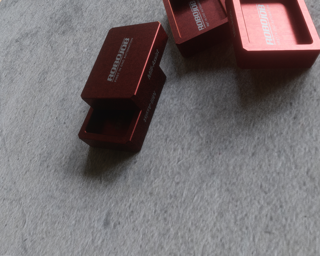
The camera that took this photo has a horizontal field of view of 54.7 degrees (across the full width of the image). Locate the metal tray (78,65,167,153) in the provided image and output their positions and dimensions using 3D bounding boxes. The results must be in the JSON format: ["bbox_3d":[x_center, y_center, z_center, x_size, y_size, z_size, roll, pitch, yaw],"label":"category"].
[{"bbox_3d":[-0.053,-0.033,0.446,0.090,0.030,0.130,5,64,30],"label":"metal tray"}]

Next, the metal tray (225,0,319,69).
[{"bbox_3d":[0.136,-0.133,0.388,0.091,0.030,0.130,-1,58,0],"label":"metal tray"}]

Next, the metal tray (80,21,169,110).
[{"bbox_3d":[-0.048,-0.089,0.440,0.090,0.030,0.130,3,63,29],"label":"metal tray"}]

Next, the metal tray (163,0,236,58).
[{"bbox_3d":[0.059,-0.177,0.477,0.090,0.030,0.130,-22,54,14],"label":"metal tray"}]
